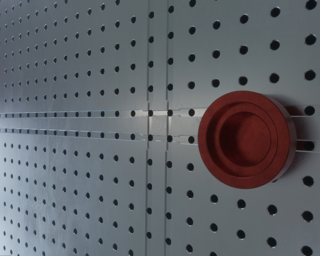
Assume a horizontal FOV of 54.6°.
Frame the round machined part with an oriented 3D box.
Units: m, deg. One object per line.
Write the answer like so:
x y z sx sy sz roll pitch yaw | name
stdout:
0.092 0.011 0.323 0.098 0.042 0.097 0 90 40 | round machined part
